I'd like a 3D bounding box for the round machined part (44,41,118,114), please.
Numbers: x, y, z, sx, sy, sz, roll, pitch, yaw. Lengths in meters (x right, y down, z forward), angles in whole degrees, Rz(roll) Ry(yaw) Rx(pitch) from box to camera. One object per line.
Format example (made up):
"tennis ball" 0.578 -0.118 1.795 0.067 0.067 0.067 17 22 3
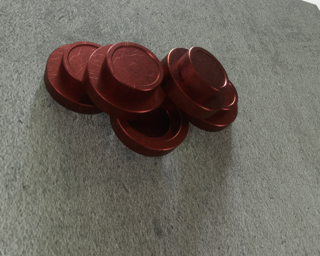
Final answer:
"round machined part" -0.091 -0.069 0.388 0.099 0.042 0.098 14 56 -21

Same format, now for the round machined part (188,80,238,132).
"round machined part" 0.077 -0.046 0.466 0.099 0.042 0.098 14 56 -21

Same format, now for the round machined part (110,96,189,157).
"round machined part" -0.016 -0.008 0.392 0.099 0.042 0.098 14 56 -21

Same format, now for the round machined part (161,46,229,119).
"round machined part" 0.049 -0.064 0.395 0.099 0.042 0.098 25 46 -29

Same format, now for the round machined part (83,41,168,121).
"round machined part" -0.035 -0.061 0.359 0.099 0.042 0.098 14 56 -21
